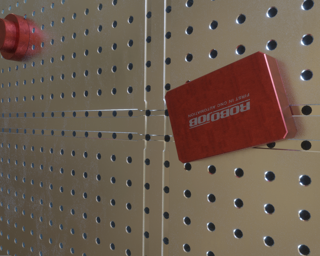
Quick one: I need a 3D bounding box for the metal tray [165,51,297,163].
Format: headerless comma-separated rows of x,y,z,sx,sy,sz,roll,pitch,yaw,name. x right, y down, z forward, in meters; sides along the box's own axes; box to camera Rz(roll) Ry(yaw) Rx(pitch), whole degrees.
0.072,-0.017,0.346,0.130,0.030,0.090,-20,78,38,metal tray

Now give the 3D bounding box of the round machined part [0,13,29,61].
-0.324,-0.195,0.661,0.098,0.042,0.097,0,90,39,round machined part
